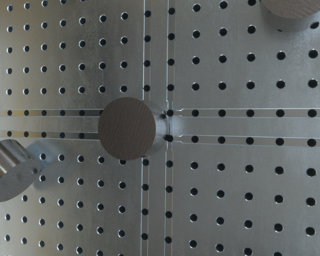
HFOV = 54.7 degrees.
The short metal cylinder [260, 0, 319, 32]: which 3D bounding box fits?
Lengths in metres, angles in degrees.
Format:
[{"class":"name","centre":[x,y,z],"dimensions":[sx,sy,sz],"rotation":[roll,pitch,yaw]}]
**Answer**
[{"class":"short metal cylinder","centre":[0.152,-0.154,0.345],"dimensions":[0.080,0.050,0.079],"rotation":[0,90,20]}]

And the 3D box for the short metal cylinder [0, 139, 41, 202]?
[{"class":"short metal cylinder","centre":[-0.229,0.063,0.464],"dimensions":[0.050,0.080,0.080],"rotation":[38,102,16]}]

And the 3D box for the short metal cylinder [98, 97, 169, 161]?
[{"class":"short metal cylinder","centre":[-0.034,0.001,0.411],"dimensions":[0.080,0.050,0.079],"rotation":[0,90,20]}]
